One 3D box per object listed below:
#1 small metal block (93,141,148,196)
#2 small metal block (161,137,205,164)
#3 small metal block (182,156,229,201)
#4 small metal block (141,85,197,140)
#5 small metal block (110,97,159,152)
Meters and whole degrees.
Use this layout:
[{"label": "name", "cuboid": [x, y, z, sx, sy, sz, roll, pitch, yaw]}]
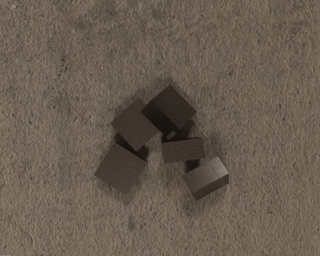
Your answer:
[{"label": "small metal block", "cuboid": [-0.051, 0.052, 0.409, 0.050, 0.025, 0.050, 33, 90, -1]}, {"label": "small metal block", "cuboid": [0.028, 0.027, 0.398, 0.050, 0.050, 0.025, -7, 90, 0]}, {"label": "small metal block", "cuboid": [0.060, 0.066, 0.395, 0.050, 0.050, 0.025, -29, 64, 0]}, {"label": "small metal block", "cuboid": [0.012, -0.021, 0.396, 0.050, 0.050, 0.025, 46, 132, 0]}, {"label": "small metal block", "cuboid": [-0.029, -0.005, 0.410, 0.050, 0.025, 0.050, -42, 91, 0]}]
